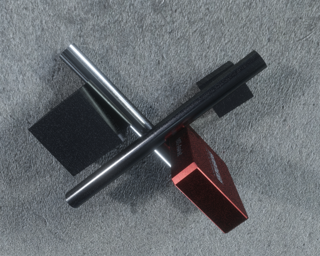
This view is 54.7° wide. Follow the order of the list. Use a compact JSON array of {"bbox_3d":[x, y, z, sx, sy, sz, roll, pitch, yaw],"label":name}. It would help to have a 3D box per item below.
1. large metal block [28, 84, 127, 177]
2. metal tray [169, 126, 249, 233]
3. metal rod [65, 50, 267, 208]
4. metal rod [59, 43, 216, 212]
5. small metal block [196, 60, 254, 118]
[{"bbox_3d":[-0.101,0.001,0.395,0.080,0.050,0.080,-35,107,11],"label":"large metal block"},{"bbox_3d":[0.053,0.052,0.374,0.030,0.130,0.090,-41,105,14],"label":"metal tray"},{"bbox_3d":[-0.001,0.009,0.387,0.300,0.025,0.025,-37,106,12],"label":"metal rod"},{"bbox_3d":[-0.013,0.010,0.415,0.025,0.025,0.300,-40,106,13],"label":"metal rod"},{"bbox_3d":[0.082,-0.049,0.394,0.050,0.025,0.050,-34,107,11],"label":"small metal block"}]
